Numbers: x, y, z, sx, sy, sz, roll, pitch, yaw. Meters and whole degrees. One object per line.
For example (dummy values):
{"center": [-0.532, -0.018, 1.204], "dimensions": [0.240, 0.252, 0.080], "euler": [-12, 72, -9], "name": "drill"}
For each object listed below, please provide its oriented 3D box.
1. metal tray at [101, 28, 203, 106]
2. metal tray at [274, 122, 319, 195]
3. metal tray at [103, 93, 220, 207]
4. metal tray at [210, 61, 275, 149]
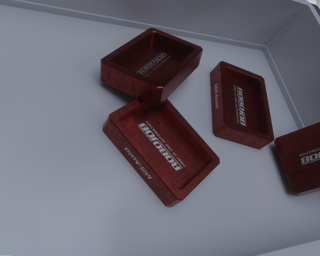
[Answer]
{"center": [-0.008, -0.089, 0.426], "dimensions": [0.090, 0.030, 0.131], "euler": [27, 45, 15], "name": "metal tray"}
{"center": [0.247, 0.037, 0.451], "dimensions": [0.030, 0.130, 0.090], "euler": [29, 44, -52], "name": "metal tray"}
{"center": [0.003, 0.021, 0.390], "dimensions": [0.130, 0.030, 0.091], "euler": [49, 51, 6], "name": "metal tray"}
{"center": [0.129, -0.038, 0.494], "dimensions": [0.091, 0.030, 0.130], "euler": [16, 55, -19], "name": "metal tray"}
